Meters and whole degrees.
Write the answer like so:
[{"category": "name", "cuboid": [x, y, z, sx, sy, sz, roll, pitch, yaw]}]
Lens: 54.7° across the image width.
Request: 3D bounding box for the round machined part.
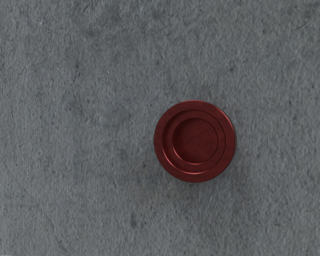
[{"category": "round machined part", "cuboid": [0.045, 0.016, 0.383, 0.098, 0.042, 0.097, 0, 90, 19]}]
